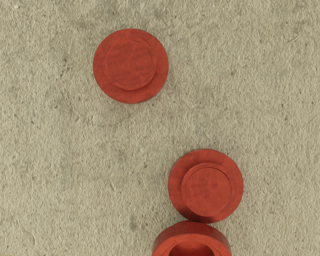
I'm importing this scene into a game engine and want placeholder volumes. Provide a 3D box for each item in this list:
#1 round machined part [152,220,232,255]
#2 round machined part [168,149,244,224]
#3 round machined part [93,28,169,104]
[{"bbox_3d":[0.039,0.156,0.390,0.099,0.042,0.097,1,114,3],"label":"round machined part"},{"bbox_3d":[0.060,0.076,0.402,0.099,0.042,0.097,0,90,0],"label":"round machined part"},{"bbox_3d":[-0.038,-0.081,0.401,0.099,0.042,0.097,0,90,0],"label":"round machined part"}]
